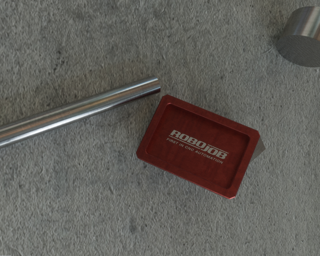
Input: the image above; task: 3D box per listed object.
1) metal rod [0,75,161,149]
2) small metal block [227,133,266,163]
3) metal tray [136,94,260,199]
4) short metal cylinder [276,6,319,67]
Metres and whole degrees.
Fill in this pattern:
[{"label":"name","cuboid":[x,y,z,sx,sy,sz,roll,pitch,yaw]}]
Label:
[{"label":"metal rod","cuboid":[-0.138,-0.005,0.358,0.302,0.025,0.025,-22,98,-19]},{"label":"small metal block","cuboid":[0.109,0.030,0.436,0.050,0.050,0.025,-38,114,-16]},{"label":"metal tray","cuboid":[0.047,0.023,0.394,0.130,0.030,0.090,23,81,10]},{"label":"short metal cylinder","cuboid":[0.224,-0.135,0.464,0.080,0.080,0.050,31,80,-18]}]
